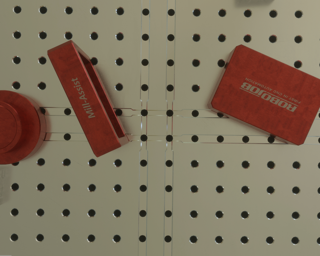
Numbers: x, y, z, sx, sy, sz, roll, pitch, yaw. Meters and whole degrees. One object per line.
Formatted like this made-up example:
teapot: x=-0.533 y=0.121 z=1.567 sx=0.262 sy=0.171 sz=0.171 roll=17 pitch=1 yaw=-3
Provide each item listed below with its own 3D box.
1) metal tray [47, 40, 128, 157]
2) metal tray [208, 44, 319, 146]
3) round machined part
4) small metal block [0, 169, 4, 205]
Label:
metal tray: x=-0.083 y=-0.032 z=0.380 sx=0.030 sy=0.090 sz=0.129 roll=-25 pitch=90 yaw=0
metal tray: x=0.141 y=-0.042 z=0.412 sx=0.131 sy=0.030 sz=0.090 roll=24 pitch=90 yaw=0
round machined part: x=-0.205 y=-0.001 z=0.403 sx=0.099 sy=0.042 sz=0.097 roll=0 pitch=90 yaw=0
small metal block: x=-0.241 y=0.079 z=0.411 sx=0.050 sy=0.025 sz=0.050 roll=5 pitch=90 yaw=0
